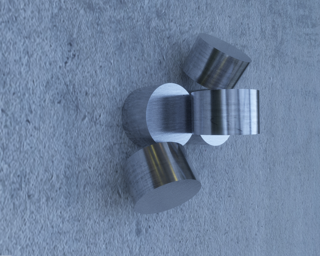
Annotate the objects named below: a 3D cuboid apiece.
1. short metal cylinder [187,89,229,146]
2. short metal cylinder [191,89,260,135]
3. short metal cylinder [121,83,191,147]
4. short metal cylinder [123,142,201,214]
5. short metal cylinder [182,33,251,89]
[{"bbox_3d":[0.061,-0.016,0.442,0.081,0.050,0.079,0,90,-40],"label":"short metal cylinder"},{"bbox_3d":[0.078,-0.018,0.373,0.081,0.080,0.050,-2,92,-40],"label":"short metal cylinder"},{"bbox_3d":[-0.001,-0.014,0.390,0.081,0.050,0.079,0,90,-40],"label":"short metal cylinder"},{"bbox_3d":[0.002,0.060,0.365,0.081,0.080,0.050,10,45,-40],"label":"short metal cylinder"},{"bbox_3d":[0.078,-0.090,0.429,0.081,0.080,0.050,1,128,-40],"label":"short metal cylinder"}]
